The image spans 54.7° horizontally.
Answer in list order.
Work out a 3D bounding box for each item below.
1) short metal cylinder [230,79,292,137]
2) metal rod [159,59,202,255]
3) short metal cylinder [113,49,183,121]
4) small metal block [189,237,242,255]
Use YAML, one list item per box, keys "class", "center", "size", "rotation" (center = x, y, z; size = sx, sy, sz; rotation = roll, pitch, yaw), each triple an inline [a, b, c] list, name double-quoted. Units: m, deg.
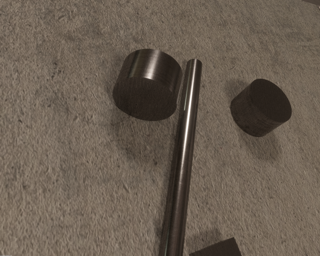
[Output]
- class: "short metal cylinder"
  center: [0.161, -0.032, 0.497]
  size: [0.081, 0.050, 0.080]
  rotation: [14, 56, -21]
- class: "metal rod"
  center: [0.033, 0.019, 0.411]
  size: [0.025, 0.025, 0.300]
  rotation: [22, 53, -16]
- class: "short metal cylinder"
  center: [-0.014, -0.053, 0.395]
  size: [0.080, 0.080, 0.050]
  rotation: [24, 53, -14]
- class: "small metal block"
  center: [0.068, 0.157, 0.346]
  size: [0.050, 0.025, 0.050]
  rotation: [-7, 66, -32]
